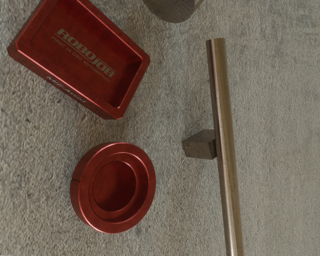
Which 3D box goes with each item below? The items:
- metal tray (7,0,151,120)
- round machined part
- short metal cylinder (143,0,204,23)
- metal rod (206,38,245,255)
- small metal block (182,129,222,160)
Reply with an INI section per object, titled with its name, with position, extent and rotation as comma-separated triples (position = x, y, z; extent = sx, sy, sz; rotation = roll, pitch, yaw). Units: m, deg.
[metal tray]
position = -0.079, -0.078, 0.336
extent = 0.130, 0.030, 0.090
rotation = 37, 67, -34
[round machined part]
position = -0.055, 0.064, 0.349
extent = 0.099, 0.042, 0.097
rotation = 0, 90, -40
[short metal cylinder]
position = 0.020, -0.180, 0.387
extent = 0.080, 0.080, 0.050
rotation = 51, 60, -29
[metal rod]
position = 0.089, 0.033, 0.416
extent = 0.025, 0.025, 0.298
rotation = -12, 98, -40
[small metal block]
position = 0.069, 0.022, 0.449
extent = 0.050, 0.050, 0.025
rotation = -26, 107, -37
